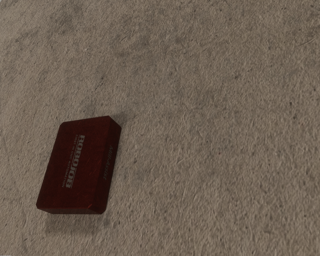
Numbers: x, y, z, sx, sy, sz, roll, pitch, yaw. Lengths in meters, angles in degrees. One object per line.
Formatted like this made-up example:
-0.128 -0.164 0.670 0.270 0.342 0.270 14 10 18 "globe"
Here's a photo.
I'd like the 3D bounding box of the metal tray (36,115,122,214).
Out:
-0.109 0.050 0.425 0.090 0.030 0.130 -7 59 24 "metal tray"
